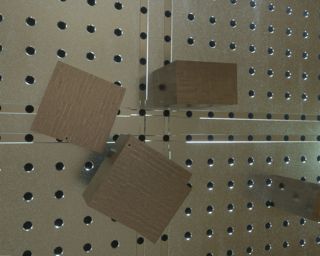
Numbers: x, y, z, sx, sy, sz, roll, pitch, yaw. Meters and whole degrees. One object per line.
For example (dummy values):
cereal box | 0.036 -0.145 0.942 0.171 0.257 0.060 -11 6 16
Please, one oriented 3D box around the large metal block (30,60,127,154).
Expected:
large metal block | -0.096 -0.022 0.364 0.080 0.050 0.080 21 83 -19

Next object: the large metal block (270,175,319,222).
large metal block | 0.233 0.112 0.472 0.081 0.080 0.050 18 84 -20

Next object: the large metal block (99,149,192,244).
large metal block | -0.021 0.084 0.393 0.080 0.050 0.080 40 77 -16

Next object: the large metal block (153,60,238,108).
large metal block | 0.042 -0.053 0.400 0.081 0.080 0.050 -2 91 -20

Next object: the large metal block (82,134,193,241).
large metal block | -0.025 0.062 0.338 0.080 0.050 0.080 34 79 -17
